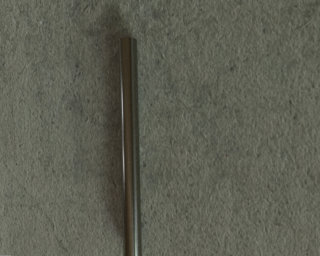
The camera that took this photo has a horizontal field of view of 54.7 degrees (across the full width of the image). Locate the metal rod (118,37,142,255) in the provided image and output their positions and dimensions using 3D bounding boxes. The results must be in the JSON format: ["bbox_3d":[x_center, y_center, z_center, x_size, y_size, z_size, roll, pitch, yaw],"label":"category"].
[{"bbox_3d":[-0.041,0.029,0.422,0.025,0.025,0.298,-2,89,19],"label":"metal rod"}]
